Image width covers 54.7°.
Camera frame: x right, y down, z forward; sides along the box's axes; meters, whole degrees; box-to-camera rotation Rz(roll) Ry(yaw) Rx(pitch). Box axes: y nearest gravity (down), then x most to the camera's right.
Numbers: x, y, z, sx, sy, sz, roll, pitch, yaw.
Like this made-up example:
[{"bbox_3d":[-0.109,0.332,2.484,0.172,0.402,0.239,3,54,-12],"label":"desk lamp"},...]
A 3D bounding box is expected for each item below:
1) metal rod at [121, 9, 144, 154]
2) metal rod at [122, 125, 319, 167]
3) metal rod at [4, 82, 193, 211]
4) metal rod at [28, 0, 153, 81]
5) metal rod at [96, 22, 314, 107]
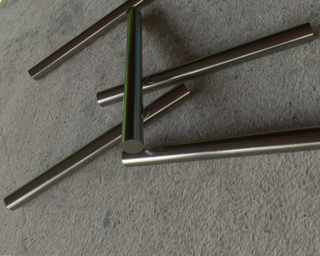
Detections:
[{"bbox_3d":[-0.037,-0.089,0.446,0.025,0.025,0.300,-19,45,16],"label":"metal rod"},{"bbox_3d":[0.094,0.019,0.342,0.301,0.025,0.025,-8,58,23],"label":"metal rod"},{"bbox_3d":[-0.089,0.028,0.431,0.300,0.025,0.025,-32,52,6],"label":"metal rod"},{"bbox_3d":[-0.116,-0.181,0.573,0.300,0.025,0.025,-33,52,6],"label":"metal rod"},{"bbox_3d":[0.047,-0.081,0.427,0.301,0.025,0.025,-15,56,19],"label":"metal rod"}]
